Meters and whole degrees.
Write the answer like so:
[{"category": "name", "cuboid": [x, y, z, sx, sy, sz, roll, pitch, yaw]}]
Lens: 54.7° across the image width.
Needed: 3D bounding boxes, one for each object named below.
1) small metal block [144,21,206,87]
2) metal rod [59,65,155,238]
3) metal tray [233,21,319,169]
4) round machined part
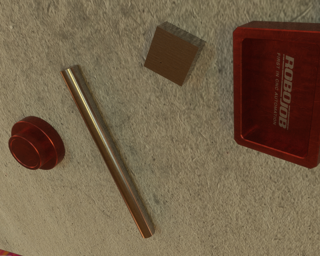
[{"category": "small metal block", "cuboid": [0.016, -0.083, 0.346, 0.050, 0.025, 0.050, 30, 128, 8]}, {"category": "metal rod", "cuboid": [-0.072, 0.048, 0.472, 0.025, 0.025, 0.299, -9, 114, 31]}, {"category": "metal tray", "cuboid": [0.118, -0.033, 0.301, 0.090, 0.030, 0.129, 20, 129, 41]}, {"category": "round machined part", "cuboid": [-0.215, 0.032, 0.527, 0.098, 0.042, 0.097, 13, 124, 20]}]
